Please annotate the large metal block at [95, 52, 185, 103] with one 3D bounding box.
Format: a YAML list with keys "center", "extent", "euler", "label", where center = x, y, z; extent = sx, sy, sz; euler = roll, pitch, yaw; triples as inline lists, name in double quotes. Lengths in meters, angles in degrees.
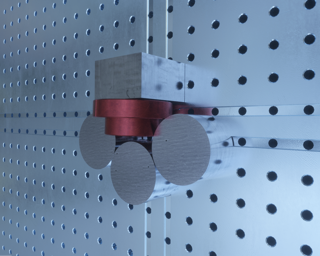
- center: [-0.025, -0.059, 0.394]
  extent: [0.080, 0.081, 0.050]
  euler: [1, 91, 40]
  label: "large metal block"

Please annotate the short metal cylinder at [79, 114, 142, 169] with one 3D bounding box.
- center: [-0.073, 0.018, 0.454]
  extent: [0.080, 0.050, 0.079]
  euler: [0, 90, 40]
  label: "short metal cylinder"

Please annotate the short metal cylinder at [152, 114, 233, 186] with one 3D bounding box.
- center: [0.037, 0.024, 0.363]
  extent: [0.080, 0.050, 0.079]
  euler: [0, 90, 40]
  label: "short metal cylinder"

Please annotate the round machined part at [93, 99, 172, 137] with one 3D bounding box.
- center: [-0.034, -0.012, 0.388]
  extent: [0.098, 0.099, 0.042]
  euler: [3, 91, 40]
  label: "round machined part"

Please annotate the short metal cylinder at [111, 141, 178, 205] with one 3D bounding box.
- center: [-0.019, 0.057, 0.410]
  extent: [0.080, 0.050, 0.079]
  euler: [0, 90, 40]
  label: "short metal cylinder"
